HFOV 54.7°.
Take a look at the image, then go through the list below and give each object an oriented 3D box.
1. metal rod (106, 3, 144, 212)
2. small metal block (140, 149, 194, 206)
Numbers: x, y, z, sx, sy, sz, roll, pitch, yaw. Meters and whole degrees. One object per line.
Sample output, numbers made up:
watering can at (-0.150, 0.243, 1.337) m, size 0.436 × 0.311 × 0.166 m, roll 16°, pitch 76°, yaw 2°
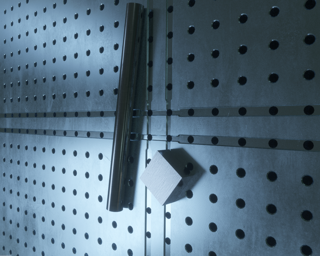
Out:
metal rod at (-0.051, -0.026, 0.451) m, size 0.025 × 0.025 × 0.298 m, roll 11°, pitch 97°, yaw 39°
small metal block at (0.008, 0.064, 0.403) m, size 0.050 × 0.025 × 0.050 m, roll 46°, pitch 117°, yaw 30°
